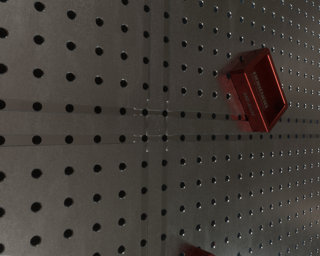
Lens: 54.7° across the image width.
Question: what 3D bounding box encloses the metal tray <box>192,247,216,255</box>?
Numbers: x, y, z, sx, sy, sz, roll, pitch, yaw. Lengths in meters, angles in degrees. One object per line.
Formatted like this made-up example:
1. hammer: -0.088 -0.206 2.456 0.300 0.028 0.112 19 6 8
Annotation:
1. metal tray: 0.085 0.254 0.481 0.130 0.030 0.090 41 65 -33

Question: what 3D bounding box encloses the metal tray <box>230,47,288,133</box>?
1. metal tray: 0.183 -0.067 0.562 0.090 0.030 0.130 -43 116 -32
